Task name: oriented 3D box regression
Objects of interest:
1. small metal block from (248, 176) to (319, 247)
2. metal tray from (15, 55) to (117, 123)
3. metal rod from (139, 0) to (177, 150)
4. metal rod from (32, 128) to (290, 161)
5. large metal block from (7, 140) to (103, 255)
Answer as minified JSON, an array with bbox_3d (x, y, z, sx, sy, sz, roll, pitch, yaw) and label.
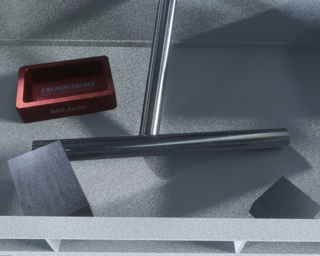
[{"bbox_3d":[0.134,0.088,0.333,0.050,0.025,0.050,-32,57,-25],"label":"small metal block"},{"bbox_3d":[-0.134,-0.059,0.449,0.131,0.030,0.090,-10,51,-9],"label":"metal tray"},{"bbox_3d":[0.003,-0.118,0.416,0.025,0.025,0.299,7,78,5],"label":"metal rod"},{"bbox_3d":[0.012,0.019,0.366,0.302,0.025,0.025,-3,50,-12],"label":"metal rod"},{"bbox_3d":[-0.102,0.073,0.307,0.050,0.080,0.080,-24,54,-19],"label":"large metal block"}]
